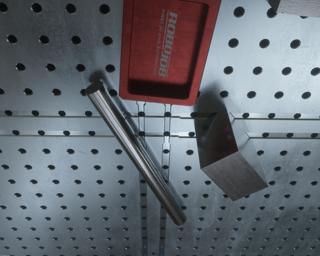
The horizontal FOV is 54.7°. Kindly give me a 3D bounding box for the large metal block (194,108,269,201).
[{"bbox_3d":[0.092,0.035,0.407,0.050,0.080,0.080,-30,124,23],"label":"large metal block"}]

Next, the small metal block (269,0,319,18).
[{"bbox_3d":[0.141,-0.137,0.297,0.050,0.025,0.050,4,130,-5],"label":"small metal block"}]

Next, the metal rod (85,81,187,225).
[{"bbox_3d":[-0.022,0.057,0.459,0.025,0.025,0.299,-18,128,14],"label":"metal rod"}]

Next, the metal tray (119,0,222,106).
[{"bbox_3d":[0.005,-0.087,0.333,0.091,0.030,0.129,5,130,-5],"label":"metal tray"}]
